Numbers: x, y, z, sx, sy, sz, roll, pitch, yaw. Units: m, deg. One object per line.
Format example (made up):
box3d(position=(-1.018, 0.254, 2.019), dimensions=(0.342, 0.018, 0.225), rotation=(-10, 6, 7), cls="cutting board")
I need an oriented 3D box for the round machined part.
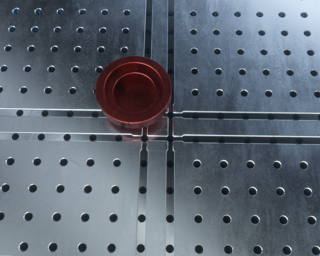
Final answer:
box3d(position=(-0.034, -0.045, 0.419), dimensions=(0.099, 0.042, 0.098), rotation=(0, 70, 0), cls="round machined part")
